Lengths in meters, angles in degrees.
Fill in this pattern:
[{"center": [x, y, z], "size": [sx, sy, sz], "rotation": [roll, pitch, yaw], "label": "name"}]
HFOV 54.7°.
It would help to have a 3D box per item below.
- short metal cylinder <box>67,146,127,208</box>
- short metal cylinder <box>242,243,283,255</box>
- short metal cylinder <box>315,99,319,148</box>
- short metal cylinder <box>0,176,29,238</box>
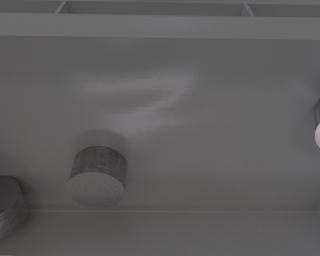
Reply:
[{"center": [-0.090, 0.072, 0.453], "size": [0.081, 0.050, 0.079], "rotation": [0, 130, 0], "label": "short metal cylinder"}, {"center": [0.214, 0.279, 0.635], "size": [0.081, 0.050, 0.079], "rotation": [0, 130, 0], "label": "short metal cylinder"}, {"center": [0.232, -0.006, 0.373], "size": [0.080, 0.050, 0.079], "rotation": [13, 133, 15], "label": "short metal cylinder"}, {"center": [-0.249, 0.119, 0.472], "size": [0.080, 0.080, 0.050], "rotation": [0, 130, 0], "label": "short metal cylinder"}]
